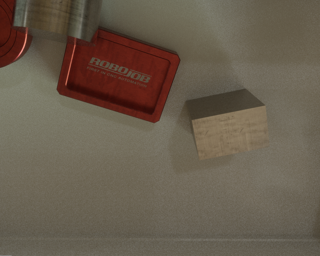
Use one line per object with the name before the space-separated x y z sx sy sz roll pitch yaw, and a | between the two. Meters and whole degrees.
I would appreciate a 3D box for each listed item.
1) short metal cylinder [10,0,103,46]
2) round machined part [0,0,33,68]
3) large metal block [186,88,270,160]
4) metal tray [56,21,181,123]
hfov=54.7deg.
short metal cylinder | -0.101 -0.115 0.307 0.081 0.080 0.050 10 96 -4
round machined part | -0.195 -0.120 0.354 0.099 0.042 0.097 -1 113 -1
large metal block | 0.079 -0.008 0.380 0.080 0.080 0.050 -11 110 4
metal tray | -0.051 -0.068 0.382 0.131 0.030 0.089 17 109 -7
